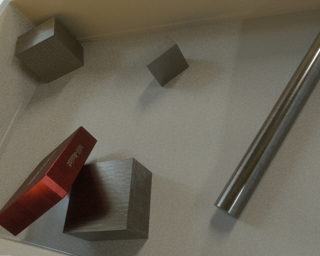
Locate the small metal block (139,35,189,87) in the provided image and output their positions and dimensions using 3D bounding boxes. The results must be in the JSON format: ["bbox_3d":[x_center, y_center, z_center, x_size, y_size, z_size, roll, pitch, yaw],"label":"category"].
[{"bbox_3d":[0.007,-0.095,0.443,0.050,0.050,0.025,-37,51,4],"label":"small metal block"}]

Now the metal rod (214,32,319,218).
[{"bbox_3d":[0.150,-0.035,0.348,0.025,0.025,0.300,26,75,36],"label":"metal rod"}]

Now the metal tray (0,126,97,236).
[{"bbox_3d":[-0.133,0.058,0.380,0.090,0.030,0.130,-38,16,18],"label":"metal tray"}]

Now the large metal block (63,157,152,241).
[{"bbox_3d":[-0.059,0.086,0.366,0.080,0.050,0.080,-11,57,22],"label":"large metal block"}]

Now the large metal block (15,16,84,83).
[{"bbox_3d":[-0.195,-0.137,0.554,0.080,0.080,0.050,-22,54,14],"label":"large metal block"}]
